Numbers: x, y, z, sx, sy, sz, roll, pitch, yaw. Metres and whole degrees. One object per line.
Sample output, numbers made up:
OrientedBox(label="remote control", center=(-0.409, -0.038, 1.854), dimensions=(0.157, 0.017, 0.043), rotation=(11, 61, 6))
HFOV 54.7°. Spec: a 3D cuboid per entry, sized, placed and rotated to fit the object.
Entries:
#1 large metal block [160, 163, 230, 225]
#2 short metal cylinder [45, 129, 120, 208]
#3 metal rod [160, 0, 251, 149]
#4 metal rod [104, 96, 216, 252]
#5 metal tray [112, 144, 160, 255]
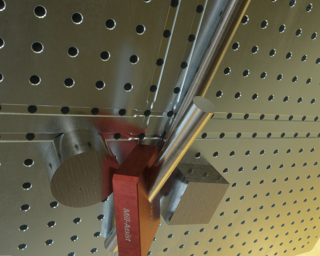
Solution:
OrientedBox(label="large metal block", center=(0.049, 0.103, 0.486), dimensions=(0.081, 0.050, 0.079), rotation=(9, 114, -33))
OrientedBox(label="short metal cylinder", center=(-0.094, 0.048, 0.374), dimensions=(0.081, 0.050, 0.079), rotation=(-14, 124, -21))
OrientedBox(label="metal rod", center=(0.050, -0.055, 0.404), dimensions=(0.025, 0.025, 0.298), rotation=(11, 113, -33))
OrientedBox(label="metal rod", center=(-0.016, 0.080, 0.395), dimensions=(0.025, 0.025, 0.298), rotation=(4, 134, -30))
OrientedBox(label="metal tray", center=(-0.026, 0.097, 0.403), dimensions=(0.030, 0.090, 0.129), rotation=(5, 113, 14))
